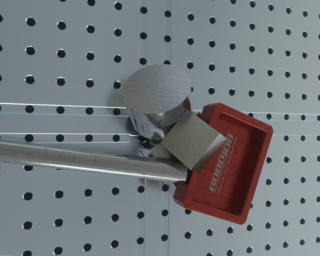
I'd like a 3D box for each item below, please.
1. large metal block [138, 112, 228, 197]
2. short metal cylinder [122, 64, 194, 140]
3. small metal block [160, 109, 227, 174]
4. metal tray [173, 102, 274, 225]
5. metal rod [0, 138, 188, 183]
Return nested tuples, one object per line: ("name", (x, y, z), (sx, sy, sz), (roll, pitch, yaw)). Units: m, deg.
("large metal block", (0.032, 0.035, 0.411), (0.080, 0.050, 0.080), (-37, 102, -17))
("short metal cylinder", (-0.001, -0.032, 0.377), (0.080, 0.080, 0.050), (-37, 145, -17))
("small metal block", (0.038, 0.015, 0.350), (0.050, 0.050, 0.025), (-53, 147, 5))
("metal tray", (0.080, 0.044, 0.385), (0.091, 0.030, 0.129), (22, 82, -19))
("metal rod", (-0.119, 0.031, 0.338), (0.302, 0.025, 0.025), (8, 87, -9))
